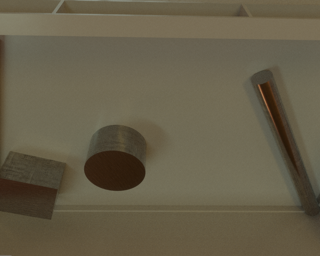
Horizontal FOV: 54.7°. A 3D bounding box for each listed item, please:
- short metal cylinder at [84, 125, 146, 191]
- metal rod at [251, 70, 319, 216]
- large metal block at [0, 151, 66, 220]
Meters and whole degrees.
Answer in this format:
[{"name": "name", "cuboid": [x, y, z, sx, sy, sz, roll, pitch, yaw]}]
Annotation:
[{"name": "short metal cylinder", "cuboid": [-0.060, 0.042, 0.428, 0.081, 0.050, 0.079, 0, 130, 0]}, {"name": "metal rod", "cuboid": [0.190, 0.041, 0.446, 0.025, 0.025, 0.300, -23, 127, 18]}, {"name": "large metal block", "cuboid": [-0.194, 0.088, 0.465, 0.081, 0.050, 0.079, 15, 129, -13]}]
